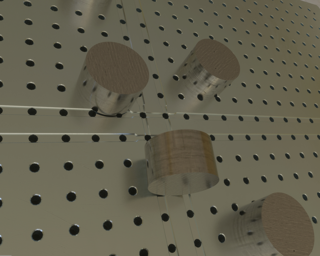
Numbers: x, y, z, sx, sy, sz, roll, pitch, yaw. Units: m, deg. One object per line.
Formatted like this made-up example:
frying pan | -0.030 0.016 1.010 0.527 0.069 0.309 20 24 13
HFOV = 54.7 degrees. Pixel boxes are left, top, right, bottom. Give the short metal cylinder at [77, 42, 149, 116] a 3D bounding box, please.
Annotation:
short metal cylinder | -0.061 -0.063 0.397 0.081 0.050 0.080 14 56 -21

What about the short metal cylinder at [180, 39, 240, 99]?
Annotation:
short metal cylinder | 0.078 -0.094 0.491 0.081 0.050 0.080 14 56 -21

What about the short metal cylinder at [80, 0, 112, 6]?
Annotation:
short metal cylinder | -0.104 -0.239 0.482 0.081 0.050 0.080 14 56 -21

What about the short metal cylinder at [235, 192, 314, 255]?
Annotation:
short metal cylinder | 0.144 0.128 0.391 0.081 0.050 0.080 14 56 -21

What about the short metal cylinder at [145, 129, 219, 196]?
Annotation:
short metal cylinder | 0.024 0.042 0.360 0.081 0.080 0.050 7 59 -25
